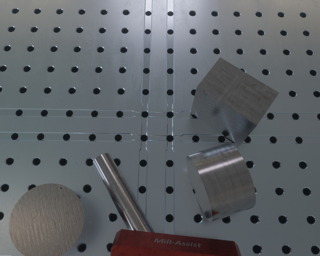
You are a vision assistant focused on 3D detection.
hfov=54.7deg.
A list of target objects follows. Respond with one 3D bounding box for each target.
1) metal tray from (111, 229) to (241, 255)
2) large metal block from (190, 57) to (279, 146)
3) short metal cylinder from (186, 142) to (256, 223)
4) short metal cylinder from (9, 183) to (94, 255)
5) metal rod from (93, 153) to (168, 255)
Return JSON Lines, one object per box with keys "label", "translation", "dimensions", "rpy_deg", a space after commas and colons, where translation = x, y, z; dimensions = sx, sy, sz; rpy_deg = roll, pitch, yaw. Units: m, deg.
{"label": "metal tray", "translation": [0.014, 0.161, 0.327], "dimensions": [0.131, 0.030, 0.089], "rpy_deg": [6, 103, 2]}
{"label": "large metal block", "translation": [0.090, -0.030, 0.394], "dimensions": [0.080, 0.080, 0.050], "rpy_deg": [35, 74, 12]}
{"label": "short metal cylinder", "translation": [0.068, 0.062, 0.360], "dimensions": [0.050, 0.080, 0.080], "rpy_deg": [-18, 71, -6]}
{"label": "short metal cylinder", "translation": [-0.122, 0.108, 0.358], "dimensions": [0.081, 0.050, 0.080], "rpy_deg": [0, 70, 0]}
{"label": "metal rod", "translation": [0.002, 0.151, 0.332], "dimensions": [0.025, 0.025, 0.299], "rpy_deg": [-30, 64, -10]}
